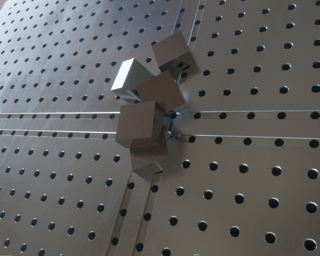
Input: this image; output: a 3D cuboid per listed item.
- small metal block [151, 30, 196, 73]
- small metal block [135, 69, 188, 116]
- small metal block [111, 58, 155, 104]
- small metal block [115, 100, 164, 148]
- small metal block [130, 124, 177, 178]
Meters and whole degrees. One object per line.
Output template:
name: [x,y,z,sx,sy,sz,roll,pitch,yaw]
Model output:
small metal block: [0.020,-0.112,0.468,0.050,0.025,0.050,-25,53,13]
small metal block: [0.003,-0.043,0.419,0.050,0.025,0.050,-28,86,10]
small metal block: [-0.036,-0.064,0.448,0.025,0.050,0.050,-6,58,45]
small metal block: [-0.025,-0.004,0.391,0.050,0.025,0.050,-6,63,25]
small metal block: [-0.010,0.029,0.397,0.050,0.025,0.050,-21,54,15]
